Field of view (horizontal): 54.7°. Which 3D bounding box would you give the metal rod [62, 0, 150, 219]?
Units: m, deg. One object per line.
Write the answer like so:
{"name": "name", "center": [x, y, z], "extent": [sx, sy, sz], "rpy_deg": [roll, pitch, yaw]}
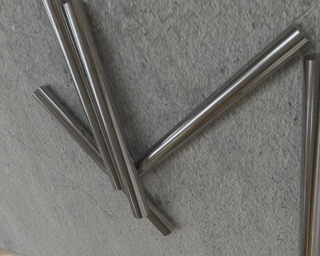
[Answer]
{"name": "metal rod", "center": [-0.065, -0.012, 0.413], "extent": [0.025, 0.025, 0.298], "rpy_deg": [-5, 110, 31]}

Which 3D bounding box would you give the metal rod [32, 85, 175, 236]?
{"name": "metal rod", "center": [-0.084, 0.054, 0.484], "extent": [0.300, 0.025, 0.025], "rpy_deg": [48, 129, -6]}

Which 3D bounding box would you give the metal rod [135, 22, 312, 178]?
{"name": "metal rod", "center": [0.045, -0.009, 0.377], "extent": [0.025, 0.025, 0.299], "rpy_deg": [45, 129, -3]}

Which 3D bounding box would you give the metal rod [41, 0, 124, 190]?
{"name": "metal rod", "center": [-0.098, -0.049, 0.415], "extent": [0.025, 0.025, 0.298], "rpy_deg": [-5, 112, 30]}

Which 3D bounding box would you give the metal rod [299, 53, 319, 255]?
{"name": "metal rod", "center": [0.174, 0.064, 0.354], "extent": [0.025, 0.025, 0.298], "rpy_deg": [3, 120, 27]}
